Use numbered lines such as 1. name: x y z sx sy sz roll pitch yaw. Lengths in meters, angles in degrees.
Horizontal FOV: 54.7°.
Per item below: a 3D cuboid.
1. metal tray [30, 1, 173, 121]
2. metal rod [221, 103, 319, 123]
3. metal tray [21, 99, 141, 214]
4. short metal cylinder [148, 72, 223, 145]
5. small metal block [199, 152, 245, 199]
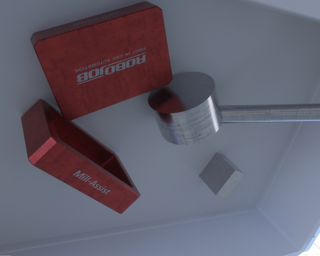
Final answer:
1. metal tray: -0.056 -0.072 0.332 0.131 0.030 0.089 -22 127 -15
2. metal rod: 0.189 -0.020 0.420 0.302 0.025 0.025 -1 123 1
3. metal tray: -0.085 0.033 0.341 0.030 0.090 0.130 -44 130 2
4. short metal cylinder: 0.032 -0.025 0.377 0.080 0.080 0.050 -30 129 -10
5. small metal block: 0.098 0.075 0.495 0.025 0.050 0.050 26 104 -38
